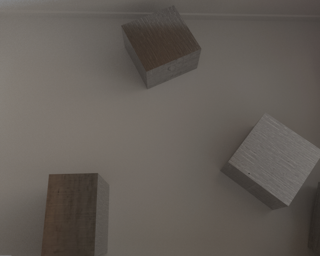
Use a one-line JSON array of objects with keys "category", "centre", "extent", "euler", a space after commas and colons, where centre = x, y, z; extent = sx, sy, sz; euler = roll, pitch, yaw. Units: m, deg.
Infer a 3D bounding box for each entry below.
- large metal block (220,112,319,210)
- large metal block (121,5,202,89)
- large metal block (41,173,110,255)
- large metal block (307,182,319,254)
[{"category": "large metal block", "centre": [0.135, 0.042, 0.383], "extent": [0.080, 0.050, 0.080], "euler": [37, 74, 12]}, {"category": "large metal block", "centre": [0.001, -0.114, 0.438], "extent": [0.080, 0.050, 0.080], "euler": [-25, 72, -9]}, {"category": "large metal block", "centre": [-0.088, 0.098, 0.344], "extent": [0.050, 0.080, 0.080], "euler": [-1, 70, -1]}, {"category": "large metal block", "centre": [0.224, 0.110, 0.350], "extent": [0.080, 0.050, 0.080], "euler": [13, 82, 6]}]
